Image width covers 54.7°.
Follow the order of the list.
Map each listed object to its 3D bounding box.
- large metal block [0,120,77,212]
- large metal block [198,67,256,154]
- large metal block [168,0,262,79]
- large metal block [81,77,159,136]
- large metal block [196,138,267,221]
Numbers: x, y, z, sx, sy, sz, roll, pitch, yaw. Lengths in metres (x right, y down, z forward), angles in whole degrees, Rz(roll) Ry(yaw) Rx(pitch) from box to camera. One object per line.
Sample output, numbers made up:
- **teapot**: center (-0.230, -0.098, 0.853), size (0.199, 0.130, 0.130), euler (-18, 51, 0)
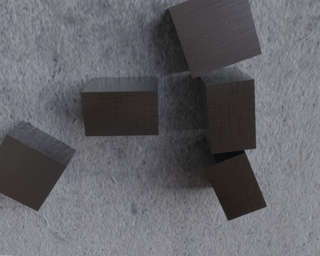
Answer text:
- **large metal block**: center (-0.172, 0.050, 0.413), size (0.080, 0.050, 0.080), euler (32, 107, -12)
- **large metal block**: center (0.078, -0.024, 0.373), size (0.050, 0.080, 0.079), euler (-7, 110, 2)
- **large metal block**: center (0.061, -0.112, 0.356), size (0.080, 0.050, 0.080), euler (-19, 109, 6)
- **large metal block**: center (-0.042, -0.029, 0.369), size (0.081, 0.080, 0.050), euler (-1, 110, 0)
- **large metal block**: center (0.090, 0.057, 0.403), size (0.050, 0.080, 0.080), euler (-23, 109, 8)
